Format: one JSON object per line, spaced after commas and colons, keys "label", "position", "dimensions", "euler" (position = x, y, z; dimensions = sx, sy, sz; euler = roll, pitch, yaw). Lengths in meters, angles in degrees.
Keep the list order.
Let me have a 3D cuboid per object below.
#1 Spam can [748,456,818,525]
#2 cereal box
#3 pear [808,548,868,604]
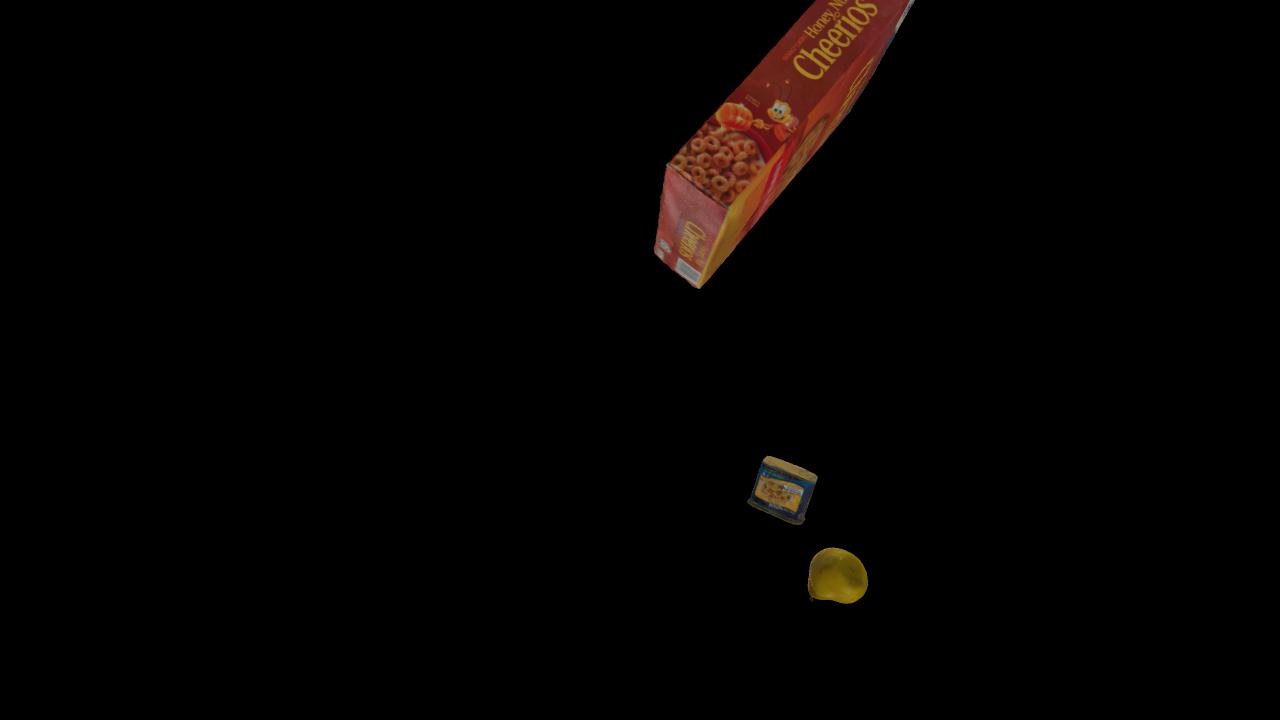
{"label": "Spam can", "position": [0.252, 0.228, 1.084], "dimensions": [0.101, 0.085, 0.058], "euler": [20, 14, 23]}
{"label": "cereal box", "position": [0.140, -0.235, 0.638], "dimensions": [0.081, 0.306, 0.203], "euler": [40, -11, 6]}
{"label": "pear", "position": [0.267, 0.315, 0.879], "dimensions": [0.080, 0.080, 0.111], "euler": [0, -32, -36]}
